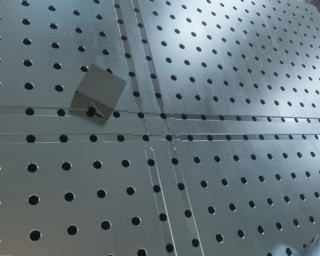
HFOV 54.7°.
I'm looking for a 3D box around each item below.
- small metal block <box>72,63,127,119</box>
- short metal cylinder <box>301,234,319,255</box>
[{"bbox_3d":[-0.077,-0.047,0.397,0.050,0.025,0.050,27,52,-12],"label":"small metal block"},{"bbox_3d":[0.213,0.180,0.381,0.050,0.080,0.080,-31,79,-38],"label":"short metal cylinder"}]
